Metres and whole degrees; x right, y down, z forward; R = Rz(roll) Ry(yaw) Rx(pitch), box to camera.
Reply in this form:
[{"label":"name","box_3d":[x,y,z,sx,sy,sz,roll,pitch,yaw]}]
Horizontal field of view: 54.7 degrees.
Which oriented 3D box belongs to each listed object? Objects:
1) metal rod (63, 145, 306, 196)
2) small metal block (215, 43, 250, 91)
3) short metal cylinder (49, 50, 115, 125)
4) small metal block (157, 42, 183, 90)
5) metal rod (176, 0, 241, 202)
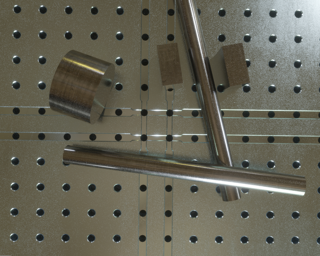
[{"label":"metal rod","box_3d":[0.025,0.053,0.395,0.302,0.025,0.025,7,90,7]},{"label":"small metal block","box_3d":[0.093,-0.077,0.401,0.025,0.050,0.050,-11,90,0]},{"label":"short metal cylinder","box_3d":[-0.094,-0.050,0.385,0.050,0.080,0.080,20,90,0]},{"label":"small metal block","box_3d":[0.012,-0.078,0.401,0.025,0.050,0.050,-8,90,0]},{"label":"metal rod","box_3d":[0.062,-0.051,0.413,0.025,0.025,0.298,-13,90,0]}]
